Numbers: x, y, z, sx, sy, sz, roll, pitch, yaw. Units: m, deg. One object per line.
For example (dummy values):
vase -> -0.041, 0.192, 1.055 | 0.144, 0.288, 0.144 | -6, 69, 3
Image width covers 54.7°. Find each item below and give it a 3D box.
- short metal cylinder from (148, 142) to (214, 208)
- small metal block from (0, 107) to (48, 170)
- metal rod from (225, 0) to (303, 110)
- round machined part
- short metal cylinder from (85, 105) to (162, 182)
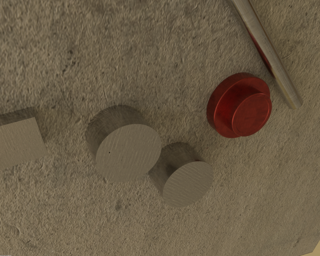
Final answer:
short metal cylinder -> 0.030, 0.067, 0.449 | 0.081, 0.050, 0.079 | -14, 124, -21
small metal block -> -0.153, 0.011, 0.330 | 0.050, 0.025, 0.050 | -18, 126, -18
metal rod -> 0.131, -0.116, 0.406 | 0.025, 0.025, 0.300 | -46, 129, 4
round machined part -> 0.120, -0.026, 0.445 | 0.099, 0.042, 0.097 | -14, 124, -21
short metal cylinder -> -0.045, 0.019, 0.377 | 0.081, 0.050, 0.079 | -14, 124, -21
